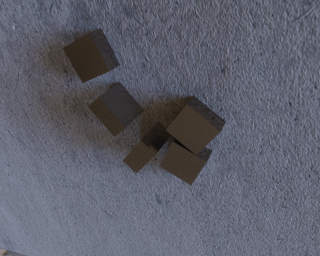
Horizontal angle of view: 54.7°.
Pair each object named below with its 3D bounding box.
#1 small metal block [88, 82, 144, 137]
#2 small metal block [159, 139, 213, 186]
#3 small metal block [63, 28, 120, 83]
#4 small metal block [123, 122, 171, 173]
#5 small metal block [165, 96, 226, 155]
[{"bbox_3d":[-0.056,-0.025,0.405,0.025,0.050,0.050,-34,99,38],"label":"small metal block"},{"bbox_3d":[0.034,0.041,0.414,0.050,0.025,0.050,31,128,8],"label":"small metal block"},{"bbox_3d":[-0.087,-0.092,0.396,0.050,0.025,0.050,-15,111,34],"label":"small metal block"},{"bbox_3d":[-0.017,0.026,0.416,0.025,0.050,0.050,42,129,-1],"label":"small metal block"},{"bbox_3d":[0.044,-0.002,0.382,0.050,0.025,0.050,40,129,1],"label":"small metal block"}]
